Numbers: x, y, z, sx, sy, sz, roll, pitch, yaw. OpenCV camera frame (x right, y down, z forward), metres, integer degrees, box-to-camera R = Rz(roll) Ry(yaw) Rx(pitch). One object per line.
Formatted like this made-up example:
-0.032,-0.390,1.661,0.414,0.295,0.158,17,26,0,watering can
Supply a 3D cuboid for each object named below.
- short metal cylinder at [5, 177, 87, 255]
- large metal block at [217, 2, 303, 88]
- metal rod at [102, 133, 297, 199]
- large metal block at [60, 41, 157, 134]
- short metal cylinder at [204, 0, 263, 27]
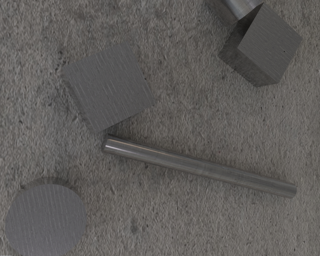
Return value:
-0.127,0.099,0.349,0.081,0.050,0.080,0,90,-20,short metal cylinder
0.145,-0.117,0.449,0.080,0.050,0.080,34,79,-17,large metal block
0.068,0.058,0.434,0.302,0.025,0.025,16,85,-20,metal rod
-0.063,-0.047,0.373,0.081,0.050,0.080,-28,100,-18,large metal block
0.105,-0.184,0.418,0.050,0.080,0.080,45,76,-15,short metal cylinder
